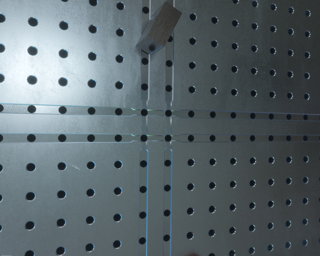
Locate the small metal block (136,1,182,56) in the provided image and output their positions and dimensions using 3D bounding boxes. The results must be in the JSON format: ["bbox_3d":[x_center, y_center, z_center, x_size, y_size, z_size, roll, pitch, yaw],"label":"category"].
[{"bbox_3d":[-0.002,-0.126,0.398,0.025,0.050,0.050,29,80,-18],"label":"small metal block"}]
